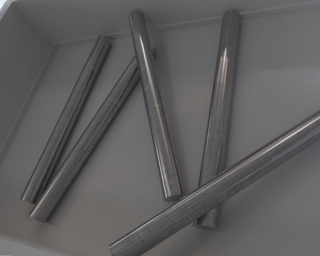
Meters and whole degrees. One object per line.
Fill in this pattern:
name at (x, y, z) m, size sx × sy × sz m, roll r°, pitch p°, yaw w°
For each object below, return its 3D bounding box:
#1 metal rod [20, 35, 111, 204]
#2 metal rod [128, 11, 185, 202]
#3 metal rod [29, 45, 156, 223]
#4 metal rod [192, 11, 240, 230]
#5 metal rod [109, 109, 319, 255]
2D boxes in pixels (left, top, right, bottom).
metal rod at (-0.143, -0.026, 0.496) m, size 0.025 × 0.025 × 0.300 m, roll 4°, pitch 64°, yaw 30°
metal rod at (-0.011, -0.049, 0.421) m, size 0.025 × 0.025 × 0.299 m, roll -21°, pitch 60°, yaw 16°
metal rod at (-0.091, -0.003, 0.455) m, size 0.025 × 0.025 × 0.300 m, roll 20°, pitch 72°, yaw 35°
metal rod at (0.075, -0.029, 0.384) m, size 0.025 × 0.025 × 0.300 m, roll -2°, pitch 61°, yaw 27°
metal rod at (0.085, 0.045, 0.309) m, size 0.301 × 0.025 × 0.025 m, roll -32°, pitch 51°, yaw -3°
